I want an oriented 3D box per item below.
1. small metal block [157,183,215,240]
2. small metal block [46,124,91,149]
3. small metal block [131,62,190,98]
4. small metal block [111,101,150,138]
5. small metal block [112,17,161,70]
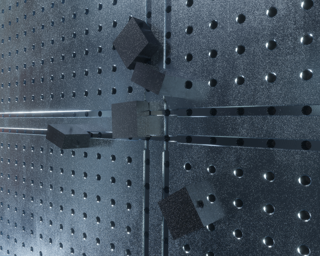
[{"bbox_3d":[0.031,0.103,0.382,0.050,0.025,0.050,-38,67,33],"label":"small metal block"},{"bbox_3d":[-0.152,0.013,0.516,0.050,0.050,0.025,24,105,37],"label":"small metal block"},{"bbox_3d":[0.001,-0.060,0.391,0.050,0.050,0.025,31,110,35],"label":"small metal block"},{"bbox_3d":[-0.042,-0.011,0.442,0.050,0.025,0.050,-4,88,39],"label":"small metal block"},{"bbox_3d":[-0.034,-0.117,0.435,0.050,0.025,0.050,-43,64,31],"label":"small metal block"}]
